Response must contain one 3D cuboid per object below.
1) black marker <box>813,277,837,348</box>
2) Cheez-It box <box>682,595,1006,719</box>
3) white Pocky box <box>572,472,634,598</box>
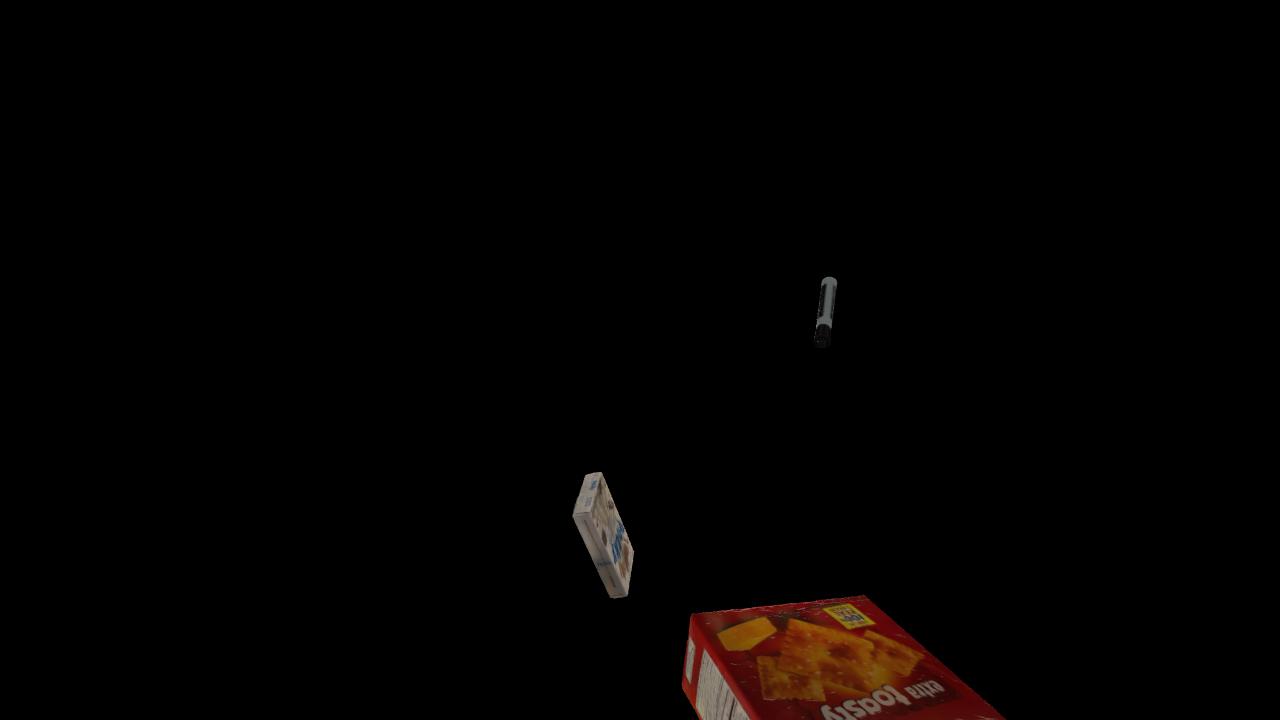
[{"bbox_3d":[0.218,-0.056,0.722,0.020,0.020,0.121,0,41,23],"label":"black marker"},{"bbox_3d":[0.143,0.248,0.402,0.166,0.071,0.223,2,11,-18],"label":"Cheez-It box"},{"bbox_3d":[-0.047,0.236,0.830,0.028,0.154,0.084,-12,26,14],"label":"white Pocky box"}]
